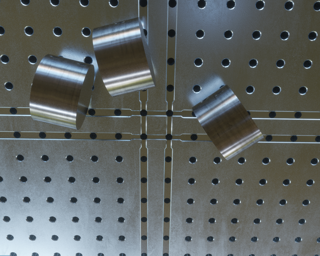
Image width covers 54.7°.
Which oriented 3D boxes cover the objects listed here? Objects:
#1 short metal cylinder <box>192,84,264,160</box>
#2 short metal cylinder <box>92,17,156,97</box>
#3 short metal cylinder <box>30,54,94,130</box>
[{"bbox_3d":[0.083,-0.007,0.382,0.050,0.080,0.080,-34,107,12],"label":"short metal cylinder"},{"bbox_3d":[-0.038,-0.080,0.354,0.050,0.080,0.080,-13,110,5],"label":"short metal cylinder"},{"bbox_3d":[-0.113,-0.042,0.367,0.050,0.080,0.079,13,110,-5],"label":"short metal cylinder"}]
